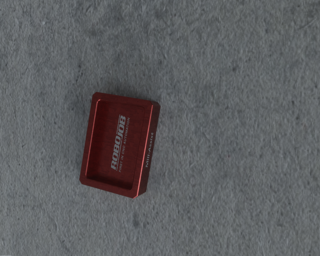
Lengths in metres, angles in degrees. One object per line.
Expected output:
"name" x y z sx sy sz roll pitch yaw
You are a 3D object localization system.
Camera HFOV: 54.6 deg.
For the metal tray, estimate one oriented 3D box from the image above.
"metal tray" -0.056 0.021 0.426 0.090 0.030 0.129 11 94 19
